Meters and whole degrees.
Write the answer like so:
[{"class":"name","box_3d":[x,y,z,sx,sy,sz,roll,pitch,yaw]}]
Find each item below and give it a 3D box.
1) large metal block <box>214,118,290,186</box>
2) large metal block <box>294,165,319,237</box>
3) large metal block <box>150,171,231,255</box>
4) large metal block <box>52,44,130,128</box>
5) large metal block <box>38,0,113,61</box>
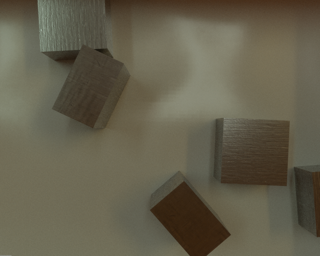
[{"class":"large metal block","box_3d":[0.116,0.029,0.401,0.081,0.050,0.079,3,90,-1]},{"class":"large metal block","box_3d":[0.228,0.090,0.402,0.081,0.050,0.079,-4,90,-1]},{"class":"large metal block","box_3d":[0.034,0.105,0.384,0.050,0.080,0.080,-41,91,0]},{"class":"large metal block","box_3d":[-0.080,-0.047,0.383,0.050,0.080,0.080,25,90,-1]},{"class":"large metal block","box_3d":[-0.106,-0.134,0.397,0.081,0.050,0.079,-3,90,-1]}]
